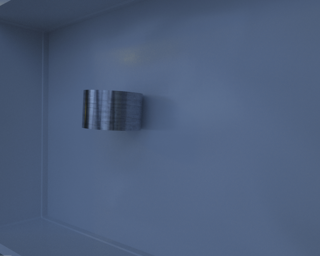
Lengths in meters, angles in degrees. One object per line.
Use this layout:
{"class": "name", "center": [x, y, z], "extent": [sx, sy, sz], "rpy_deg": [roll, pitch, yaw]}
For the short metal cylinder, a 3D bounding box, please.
{"class": "short metal cylinder", "center": [-0.065, -0.024, 0.426], "extent": [0.080, 0.081, 0.050], "rpy_deg": [6, 94, 40]}
